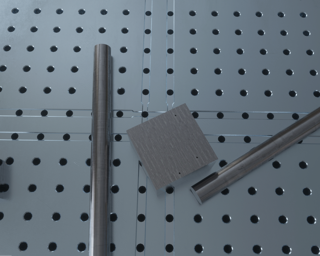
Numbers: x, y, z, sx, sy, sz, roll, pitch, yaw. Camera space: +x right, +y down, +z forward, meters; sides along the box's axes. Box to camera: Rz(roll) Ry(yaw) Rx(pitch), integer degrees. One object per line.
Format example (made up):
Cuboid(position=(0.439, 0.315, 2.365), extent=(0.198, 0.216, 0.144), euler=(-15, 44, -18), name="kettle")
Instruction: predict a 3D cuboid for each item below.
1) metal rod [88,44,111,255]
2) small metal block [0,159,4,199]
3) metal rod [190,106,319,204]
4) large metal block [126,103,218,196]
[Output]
Cuboid(position=(-0.077, 0.024, 0.402), extent=(0.025, 0.025, 0.299), euler=(-3, 70, -1), name="metal rod")
Cuboid(position=(-0.227, 0.065, 0.386), extent=(0.050, 0.025, 0.050), euler=(-7, 70, -3), name="small metal block")
Cuboid(position=(0.173, 0.010, 0.409), extent=(0.301, 0.025, 0.025), euler=(-30, 73, -11), name="metal rod")
Cuboid(position=(0.014, 0.028, 0.388), extent=(0.080, 0.050, 0.080), euler=(-26, 72, -9), name="large metal block")
